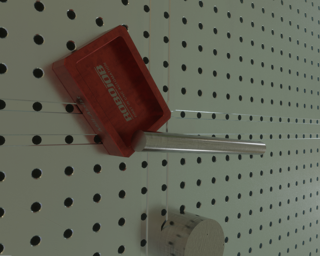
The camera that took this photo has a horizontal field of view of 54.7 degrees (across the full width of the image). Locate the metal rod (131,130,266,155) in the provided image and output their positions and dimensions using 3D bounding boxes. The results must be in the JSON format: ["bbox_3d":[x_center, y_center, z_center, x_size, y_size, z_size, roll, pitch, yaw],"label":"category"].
[{"bbox_3d":[0.079,0.026,0.456,0.302,0.025,0.025,6,86,-47],"label":"metal rod"}]

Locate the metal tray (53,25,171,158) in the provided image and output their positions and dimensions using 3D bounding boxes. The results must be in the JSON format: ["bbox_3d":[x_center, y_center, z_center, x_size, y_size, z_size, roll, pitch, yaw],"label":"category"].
[{"bbox_3d":[-0.050,-0.041,0.365,0.090,0.030,0.130,-44,117,-31],"label":"metal tray"}]

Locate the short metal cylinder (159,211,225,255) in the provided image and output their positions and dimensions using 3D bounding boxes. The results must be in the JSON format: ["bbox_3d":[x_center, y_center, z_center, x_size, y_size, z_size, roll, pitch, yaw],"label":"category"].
[{"bbox_3d":[0.045,0.162,0.434,0.081,0.050,0.079,0,90,-40],"label":"short metal cylinder"}]
